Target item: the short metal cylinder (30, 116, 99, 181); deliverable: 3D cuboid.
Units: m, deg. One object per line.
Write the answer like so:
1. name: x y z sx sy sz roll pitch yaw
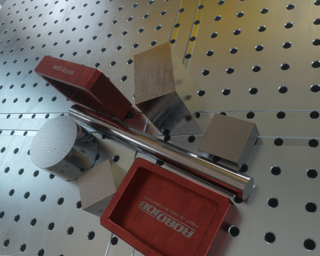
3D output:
1. short metal cylinder: -0.137 0.029 0.445 0.080 0.050 0.080 -13 56 21

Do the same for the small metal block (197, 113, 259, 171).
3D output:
1. small metal block: 0.079 0.015 0.357 0.050 0.025 0.050 19 71 35

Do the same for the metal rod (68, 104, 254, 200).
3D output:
1. metal rod: -0.022 0.018 0.408 0.300 0.025 0.025 21 73 36

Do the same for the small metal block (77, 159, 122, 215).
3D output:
1. small metal block: -0.076 0.076 0.402 0.050 0.025 0.050 -28 52 10

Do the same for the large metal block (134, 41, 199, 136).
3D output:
1. large metal block: 0.008 -0.048 0.400 0.050 0.080 0.080 -17 55 19

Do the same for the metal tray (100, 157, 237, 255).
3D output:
1. metal tray: 0.006 0.096 0.342 0.130 0.030 0.090 20 72 35

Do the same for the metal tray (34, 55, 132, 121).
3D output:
1. metal tray: -0.114 -0.060 0.462 0.130 0.090 0.030 20 73 35
